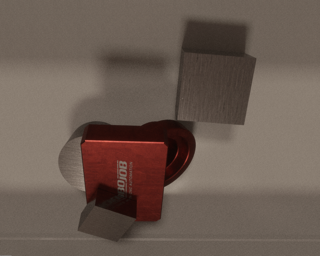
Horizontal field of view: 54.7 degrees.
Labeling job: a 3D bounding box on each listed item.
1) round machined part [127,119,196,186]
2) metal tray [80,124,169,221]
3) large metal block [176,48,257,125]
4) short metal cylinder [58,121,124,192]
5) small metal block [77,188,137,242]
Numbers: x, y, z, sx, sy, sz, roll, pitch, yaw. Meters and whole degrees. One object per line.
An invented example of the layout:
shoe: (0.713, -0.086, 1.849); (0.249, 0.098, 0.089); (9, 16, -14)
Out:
round machined part: (-0.006, 0.030, 0.397); (0.099, 0.042, 0.097); (-21, 133, -24)
metal tray: (-0.041, 0.057, 0.366); (0.091, 0.030, 0.129); (2, 126, -4)
large metal block: (0.064, -0.052, 0.380); (0.081, 0.050, 0.079); (4, 110, -2)
short metal cylinder: (-0.086, 0.037, 0.409); (0.081, 0.050, 0.079); (0, 112, 1)
small metal block: (-0.061, 0.103, 0.363); (0.050, 0.025, 0.050); (24, 121, -19)
